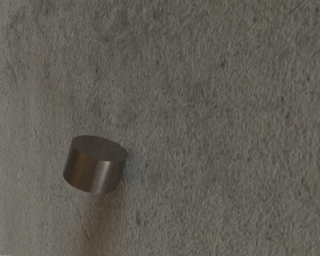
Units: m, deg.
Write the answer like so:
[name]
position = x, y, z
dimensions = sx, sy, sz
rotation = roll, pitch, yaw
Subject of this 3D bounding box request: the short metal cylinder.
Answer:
[short metal cylinder]
position = -0.092, 0.050, 0.443
dimensions = 0.080, 0.081, 0.050
rotation = 31, 109, 35
